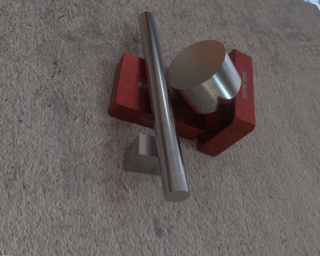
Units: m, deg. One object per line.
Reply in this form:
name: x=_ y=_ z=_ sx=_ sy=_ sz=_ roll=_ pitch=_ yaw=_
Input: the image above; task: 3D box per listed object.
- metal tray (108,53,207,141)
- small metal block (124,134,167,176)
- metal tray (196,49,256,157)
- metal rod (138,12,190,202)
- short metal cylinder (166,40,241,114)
metal tray: x=0.001 y=-0.042 z=0.429 sx=0.131 sy=0.030 sz=0.090 roll=17 pitch=55 yaw=-19
small metal block: x=-0.010 y=0.033 z=0.364 sx=0.050 sy=0.050 sz=0.025 roll=12 pitch=57 yaw=-22
metal tray: x=0.091 y=-0.036 z=0.436 sx=0.030 sy=0.090 sz=0.130 roll=21 pitch=54 yaw=-16
metal rod: x=-0.002 y=-0.052 z=0.387 sx=0.025 sy=0.025 sz=0.300 roll=10 pitch=48 yaw=-23
short metal cylinder: x=0.055 y=-0.065 z=0.394 sx=0.050 sy=0.080 sz=0.080 roll=46 pitch=41 yaw=-41
